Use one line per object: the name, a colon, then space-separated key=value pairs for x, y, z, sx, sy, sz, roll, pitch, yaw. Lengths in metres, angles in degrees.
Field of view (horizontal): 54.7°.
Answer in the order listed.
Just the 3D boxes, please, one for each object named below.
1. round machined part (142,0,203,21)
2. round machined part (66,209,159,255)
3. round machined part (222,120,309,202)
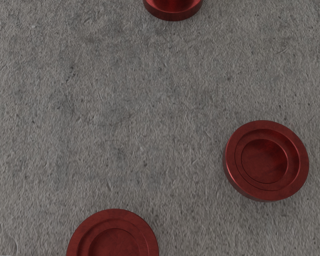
round machined part: x=0.020 y=-0.218 z=0.479 sx=0.099 sy=0.042 sz=0.098 roll=0 pitch=70 yaw=0
round machined part: x=-0.050 y=0.142 z=0.347 sx=0.099 sy=0.042 sz=0.098 roll=0 pitch=70 yaw=0
round machined part: x=0.126 y=0.043 z=0.384 sx=0.099 sy=0.042 sz=0.098 roll=0 pitch=70 yaw=0
